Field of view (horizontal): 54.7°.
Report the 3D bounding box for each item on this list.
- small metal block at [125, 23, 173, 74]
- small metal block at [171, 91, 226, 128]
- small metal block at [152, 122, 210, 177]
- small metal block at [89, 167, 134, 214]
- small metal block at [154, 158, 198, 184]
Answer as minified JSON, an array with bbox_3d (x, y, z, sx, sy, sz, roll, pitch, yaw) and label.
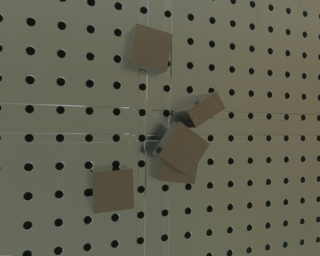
[{"bbox_3d":[-0.014,-0.103,0.408,0.050,0.025,0.050,10,87,-20],"label":"small metal block"},{"bbox_3d":[0.051,-0.024,0.419,0.050,0.050,0.025,-33,101,-17],"label":"small metal block"},{"bbox_3d":[0.027,0.027,0.397,0.050,0.025,0.050,37,78,-17],"label":"small metal block"},{"bbox_3d":[-0.061,0.077,0.391,0.050,0.025,0.050,-2,91,-20],"label":"small metal block"},{"bbox_3d":[0.023,0.048,0.423,0.050,0.025,0.050,9,87,-20],"label":"small metal block"}]
